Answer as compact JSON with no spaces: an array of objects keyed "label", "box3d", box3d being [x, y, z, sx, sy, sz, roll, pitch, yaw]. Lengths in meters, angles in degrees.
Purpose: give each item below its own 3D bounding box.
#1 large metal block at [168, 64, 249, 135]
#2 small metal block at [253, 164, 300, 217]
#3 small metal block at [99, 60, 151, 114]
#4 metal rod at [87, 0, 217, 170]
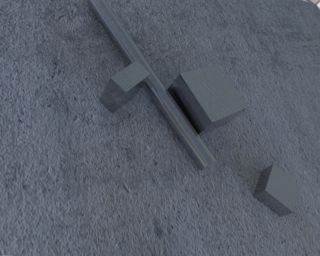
[{"label":"large metal block","box3d":[0.067,-0.040,0.450,0.081,0.050,0.080,-21,73,-36]},{"label":"small metal block","box3d":[0.167,0.089,0.442,0.050,0.025,0.050,38,51,-3]},{"label":"small metal block","box3d":[-0.045,-0.052,0.396,0.025,0.050,0.050,44,51,1]},{"label":"metal rod","box3d":[-0.017,-0.072,0.440,0.025,0.025,0.299,-25,76,-37]}]
